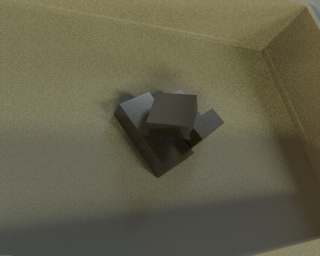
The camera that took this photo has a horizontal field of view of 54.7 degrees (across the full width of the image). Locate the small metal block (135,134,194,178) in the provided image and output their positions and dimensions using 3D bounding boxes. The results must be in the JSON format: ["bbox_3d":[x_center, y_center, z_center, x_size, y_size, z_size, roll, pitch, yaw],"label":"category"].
[{"bbox_3d":[0.006,0.027,0.392,0.050,0.025,0.050,-28,77,-38],"label":"small metal block"}]

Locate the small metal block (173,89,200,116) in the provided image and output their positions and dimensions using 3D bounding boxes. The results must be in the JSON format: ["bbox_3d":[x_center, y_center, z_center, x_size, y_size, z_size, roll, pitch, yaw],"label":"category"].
[{"bbox_3d":[0.022,-0.020,0.429,0.050,0.025,0.050,-28,77,-38],"label":"small metal block"}]

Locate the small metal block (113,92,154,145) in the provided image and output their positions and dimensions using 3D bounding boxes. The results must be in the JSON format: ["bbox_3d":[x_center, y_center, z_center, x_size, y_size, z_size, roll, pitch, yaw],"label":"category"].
[{"bbox_3d":[-0.023,-0.013,0.401,0.050,0.025,0.050,-28,77,-38],"label":"small metal block"}]

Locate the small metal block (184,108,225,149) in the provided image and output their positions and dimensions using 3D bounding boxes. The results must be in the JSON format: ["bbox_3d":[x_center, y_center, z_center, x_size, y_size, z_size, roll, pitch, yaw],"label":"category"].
[{"bbox_3d":[0.050,0.005,0.413,0.050,0.050,0.025,-32,80,-39],"label":"small metal block"}]

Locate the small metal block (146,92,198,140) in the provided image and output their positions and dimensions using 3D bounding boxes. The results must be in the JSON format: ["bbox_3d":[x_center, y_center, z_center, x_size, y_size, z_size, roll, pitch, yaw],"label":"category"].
[{"bbox_3d":[0.016,-0.015,0.375,0.050,0.025,0.050,6,51,15],"label":"small metal block"}]
